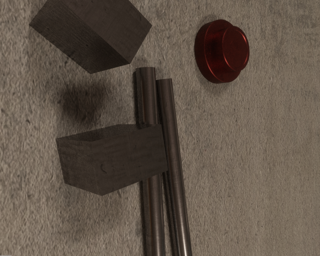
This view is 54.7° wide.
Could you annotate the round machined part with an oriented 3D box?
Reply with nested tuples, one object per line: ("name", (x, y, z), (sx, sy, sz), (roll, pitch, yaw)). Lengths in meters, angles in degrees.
("round machined part", (0.103, -0.120, 0.482), (0.099, 0.042, 0.097), (0, 90, -40))

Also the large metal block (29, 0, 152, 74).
("large metal block", (-0.070, -0.104, 0.311), (0.080, 0.080, 0.050), (39, 66, -33))

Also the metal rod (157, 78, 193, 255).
("metal rod", (0.021, 0.083, 0.424), (0.025, 0.025, 0.298), (-12, 98, -40))

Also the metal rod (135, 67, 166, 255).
("metal rod", (-0.010, 0.073, 0.398), (0.025, 0.025, 0.298), (-6, 94, -40))

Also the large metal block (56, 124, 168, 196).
("large metal block", (-0.051, 0.028, 0.328), (0.081, 0.080, 0.050), (-15, 100, -39))
